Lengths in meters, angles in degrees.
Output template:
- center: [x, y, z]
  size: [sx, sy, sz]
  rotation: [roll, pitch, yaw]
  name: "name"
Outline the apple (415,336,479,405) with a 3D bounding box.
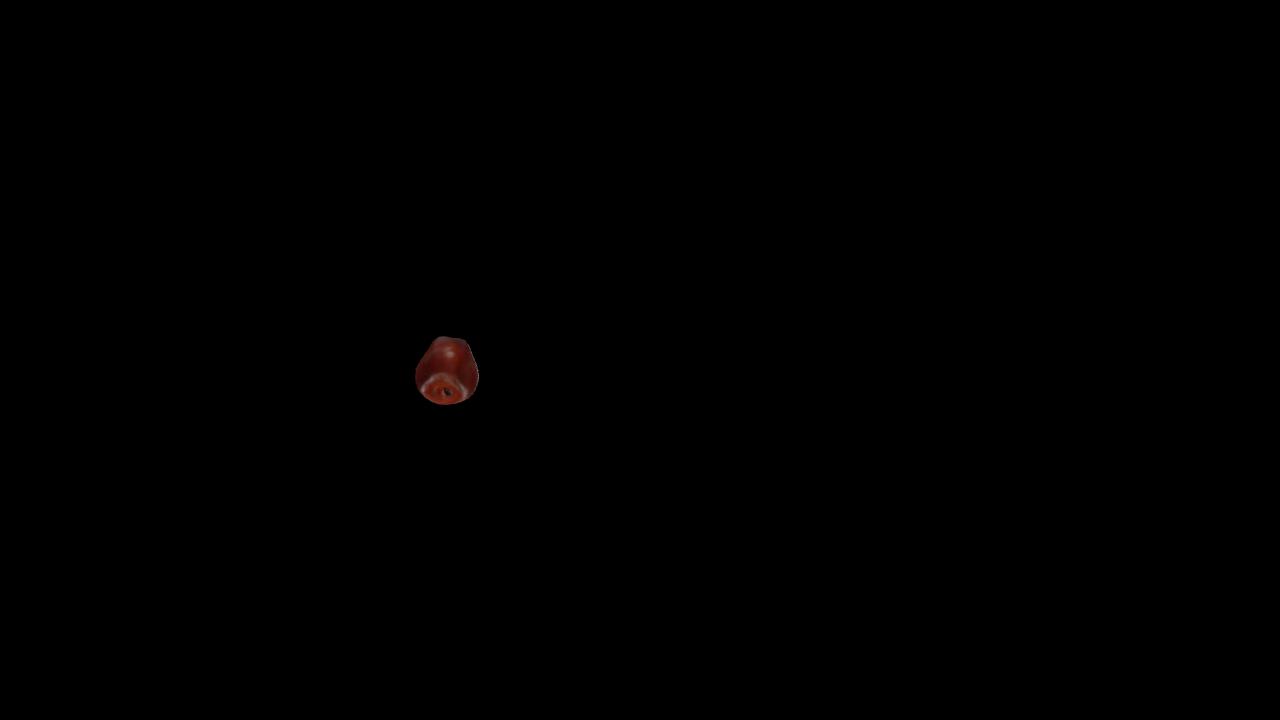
- center: [-0.247, 0.014, 0.796]
  size: [0.079, 0.079, 0.093]
  rotation: [0, 44, -11]
  name: "apple"
